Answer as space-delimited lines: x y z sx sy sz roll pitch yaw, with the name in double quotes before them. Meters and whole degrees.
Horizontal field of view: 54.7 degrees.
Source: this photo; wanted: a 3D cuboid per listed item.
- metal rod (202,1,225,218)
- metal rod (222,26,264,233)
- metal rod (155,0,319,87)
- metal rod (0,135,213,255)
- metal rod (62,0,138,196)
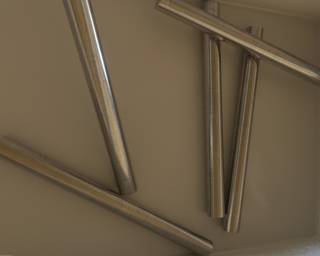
"metal rod" 0.075 -0.025 0.437 0.025 0.025 0.298 -2 91 -20
"metal rod" 0.122 0.000 0.455 0.025 0.025 0.298 9 87 -20
"metal rod" 0.134 -0.113 0.431 0.302 0.025 0.025 18 84 -19
"metal rod" -0.057 0.094 0.389 0.301 0.025 0.025 31 80 -17
"metal rod" -0.065 -0.050 0.326 0.025 0.025 0.298 -21 121 -19
